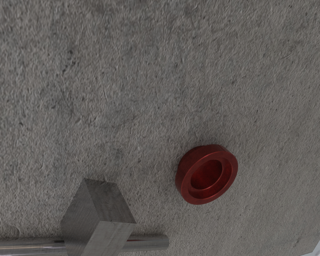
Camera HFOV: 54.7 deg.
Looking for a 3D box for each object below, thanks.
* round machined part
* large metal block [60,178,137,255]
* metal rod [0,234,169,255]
[{"bbox_3d":[0.066,0.066,0.473,0.099,0.042,0.097,-14,124,-21],"label":"round machined part"},{"bbox_3d":[-0.083,0.125,0.403,0.050,0.080,0.080,18,109,-35],"label":"large metal block"},{"bbox_3d":[-0.115,0.170,0.449,0.302,0.025,0.025,12,112,-34],"label":"metal rod"}]
